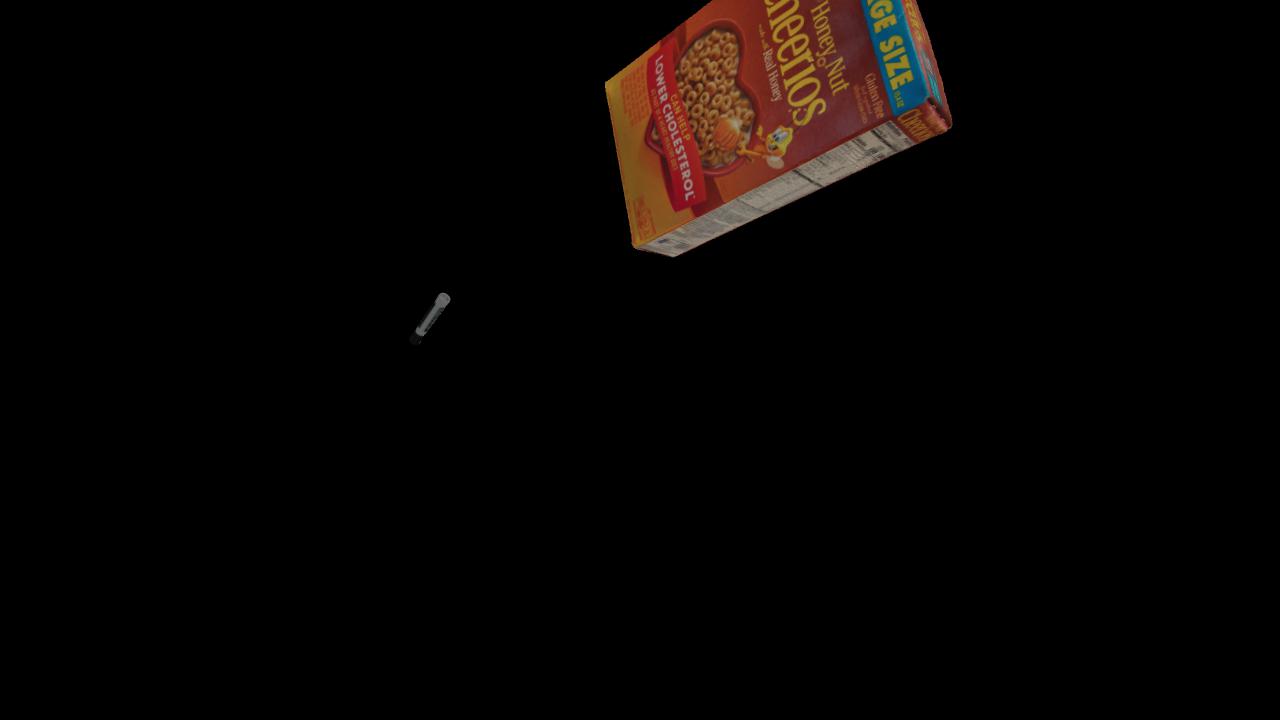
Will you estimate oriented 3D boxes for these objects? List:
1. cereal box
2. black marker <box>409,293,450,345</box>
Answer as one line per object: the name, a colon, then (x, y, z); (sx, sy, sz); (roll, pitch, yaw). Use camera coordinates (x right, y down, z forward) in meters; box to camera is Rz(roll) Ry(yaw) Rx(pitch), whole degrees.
cereal box: (0.108, -0.248, 0.587); (0.306, 0.203, 0.081); (-19, -15, 40)
black marker: (-0.335, -0.062, 0.973); (0.020, 0.020, 0.121); (0, -33, -47)
